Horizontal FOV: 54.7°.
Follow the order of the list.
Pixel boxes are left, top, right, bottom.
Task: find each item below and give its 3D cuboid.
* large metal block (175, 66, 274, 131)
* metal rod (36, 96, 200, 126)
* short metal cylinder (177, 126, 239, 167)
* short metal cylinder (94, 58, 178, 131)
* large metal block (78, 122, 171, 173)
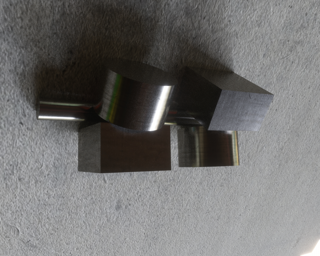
[{"bbox_3d":[0.079,-0.038,0.392,0.081,0.080,0.050,1,118,-29],"label":"large metal block"},{"bbox_3d":[0.002,-0.016,0.402,0.303,0.025,0.025,2,118,-30],"label":"metal rod"},{"bbox_3d":[0.064,0.026,0.416,0.081,0.080,0.050,2,83,-29],"label":"short metal cylinder"},{"bbox_3d":[-0.027,-0.038,0.334,0.081,0.080,0.050,3,117,-30],"label":"short metal cylinder"},{"bbox_3d":[-0.043,0.024,0.356,0.081,0.080,0.050,2,83,-30],"label":"large metal block"}]
